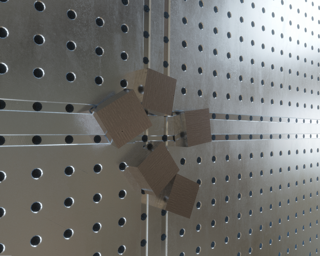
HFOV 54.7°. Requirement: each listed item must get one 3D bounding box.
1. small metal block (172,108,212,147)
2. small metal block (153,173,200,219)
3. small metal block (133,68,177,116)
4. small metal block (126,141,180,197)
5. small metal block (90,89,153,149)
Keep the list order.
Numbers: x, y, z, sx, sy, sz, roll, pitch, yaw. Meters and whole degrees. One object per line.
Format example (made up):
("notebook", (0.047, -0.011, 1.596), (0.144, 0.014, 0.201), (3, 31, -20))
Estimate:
("small metal block", (0.047, -0.001, 0.451), (0.050, 0.025, 0.050), (-10, 97, -40))
("small metal block", (0.024, 0.093, 0.432), (0.050, 0.025, 0.050), (31, 71, -36))
("small metal block", (-0.008, -0.045, 0.404), (0.050, 0.025, 0.050), (15, 80, -40))
("small metal block", (-0.008, 0.052, 0.404), (0.050, 0.025, 0.050), (-45, 117, -31))
("small metal block", (-0.045, -0.012, 0.366), (0.050, 0.025, 0.050), (-35, 113, -18))
